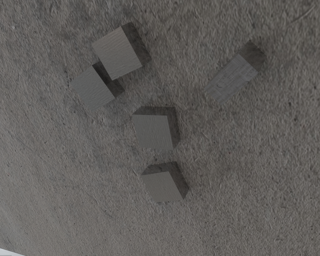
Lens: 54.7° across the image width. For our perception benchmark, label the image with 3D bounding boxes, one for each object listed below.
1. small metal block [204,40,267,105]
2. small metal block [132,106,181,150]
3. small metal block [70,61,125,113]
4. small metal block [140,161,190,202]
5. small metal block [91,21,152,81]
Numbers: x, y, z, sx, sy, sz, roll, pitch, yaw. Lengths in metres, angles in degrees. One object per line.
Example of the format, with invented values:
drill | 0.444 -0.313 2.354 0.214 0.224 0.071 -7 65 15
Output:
small metal block | 0.077 -0.057 0.315 0.025 0.050 0.050 43 129 -2
small metal block | -0.004 0.000 0.409 0.050 0.025 0.050 3 120 26
small metal block | -0.084 -0.056 0.417 0.050 0.025 0.050 -26 105 37
small metal block | 0.007 0.079 0.452 0.050 0.025 0.050 -14 111 34
small metal block | -0.046 -0.092 0.374 0.050 0.025 0.050 -18 109 35
